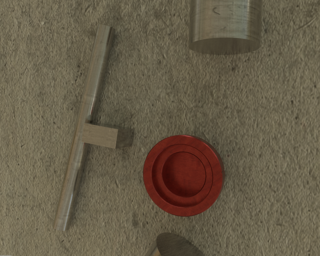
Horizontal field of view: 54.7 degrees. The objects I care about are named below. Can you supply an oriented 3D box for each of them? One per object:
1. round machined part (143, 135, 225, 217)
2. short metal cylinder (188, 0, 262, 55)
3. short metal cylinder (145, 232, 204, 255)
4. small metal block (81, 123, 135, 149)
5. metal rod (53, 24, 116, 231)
[{"bbox_3d":[0.032,0.057,0.388,0.098,0.042,0.097,0,90,20],"label":"round machined part"},{"bbox_3d":[0.074,-0.117,0.354,0.080,0.080,0.050,3,91,20],"label":"short metal cylinder"},{"bbox_3d":[0.017,0.174,0.374,0.080,0.080,0.050,35,101,16],"label":"short metal cylinder"},{"bbox_3d":[-0.069,0.010,0.420,0.050,0.050,0.025,10,94,19],"label":"small metal block"},{"bbox_3d":[-0.111,0.003,0.447,0.025,0.025,0.298,16,95,19],"label":"metal rod"}]
